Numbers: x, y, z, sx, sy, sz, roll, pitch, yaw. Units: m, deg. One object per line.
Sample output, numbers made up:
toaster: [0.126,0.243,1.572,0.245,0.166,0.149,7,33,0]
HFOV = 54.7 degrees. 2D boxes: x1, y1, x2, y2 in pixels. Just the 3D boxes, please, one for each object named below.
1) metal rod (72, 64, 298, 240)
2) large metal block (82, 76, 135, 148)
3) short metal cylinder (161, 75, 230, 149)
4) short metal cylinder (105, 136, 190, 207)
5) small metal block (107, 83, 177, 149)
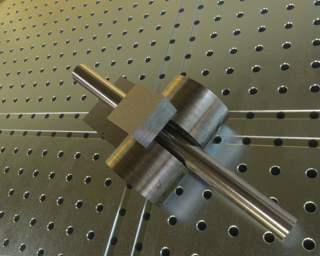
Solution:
metal rod: [0.008,0.011,0.342,0.300,0.025,0.025,37,82,23]
large metal block: [-0.042,-0.012,0.414,0.080,0.050,0.080,33,80,38]
short metal cylinder: [0.033,-0.016,0.362,0.080,0.080,0.050,31,79,38]
short metal cylinder: [-0.014,0.044,0.349,0.080,0.080,0.050,34,81,38]
small metal block: [-0.020,-0.014,0.321,0.050,0.025,0.050,-51,43,-8]
